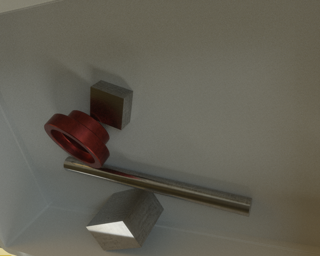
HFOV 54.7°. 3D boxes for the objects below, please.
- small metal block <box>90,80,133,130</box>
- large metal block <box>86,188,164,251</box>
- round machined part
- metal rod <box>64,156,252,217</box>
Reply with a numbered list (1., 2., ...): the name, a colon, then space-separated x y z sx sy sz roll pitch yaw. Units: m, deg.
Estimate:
1. small metal block: -0.067 -0.031 0.423 0.050 0.025 0.050 21 126 15
2. large metal block: -0.053 0.141 0.487 0.080 0.080 0.050 -20 108 35
3. round machined part: -0.113 0.012 0.447 0.098 0.042 0.098 27 153 15
4. metal rod: -0.017 0.083 0.467 0.301 0.025 0.025 9 123 22
